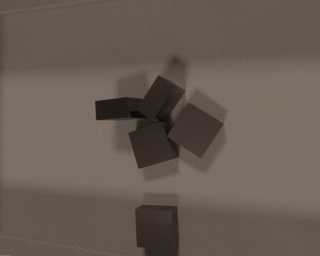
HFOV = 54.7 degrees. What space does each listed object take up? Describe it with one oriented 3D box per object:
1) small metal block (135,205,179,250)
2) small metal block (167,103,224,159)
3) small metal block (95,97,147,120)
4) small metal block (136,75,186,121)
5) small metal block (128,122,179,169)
[{"bbox_3d":[-0.004,0.131,0.411,0.050,0.025,0.050,-3,89,19],"label":"small metal block"},{"bbox_3d":[0.045,0.003,0.390,0.050,0.025,0.050,33,99,9],"label":"small metal block"},{"bbox_3d":[-0.049,-0.024,0.409,0.050,0.050,0.025,-4,89,29],"label":"small metal block"},{"bbox_3d":[0.003,-0.036,0.396,0.025,0.050,0.050,36,101,16],"label":"small metal block"},{"bbox_3d":[-0.008,0.023,0.413,0.050,0.025,0.050,-18,84,19],"label":"small metal block"}]
